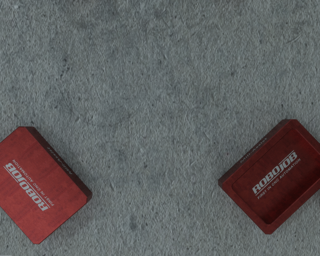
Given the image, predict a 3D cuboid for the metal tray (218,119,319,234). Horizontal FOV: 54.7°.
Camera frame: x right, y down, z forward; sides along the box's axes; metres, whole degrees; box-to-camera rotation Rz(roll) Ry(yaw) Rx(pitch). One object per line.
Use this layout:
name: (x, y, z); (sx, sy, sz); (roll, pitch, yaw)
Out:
metal tray: (0.154, 0.062, 0.408); (0.130, 0.030, 0.090); (-43, 90, 0)

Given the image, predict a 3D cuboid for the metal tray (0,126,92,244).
metal tray: (-0.166, 0.073, 0.406); (0.090, 0.030, 0.130); (-41, 90, 0)
